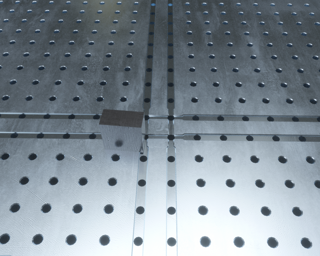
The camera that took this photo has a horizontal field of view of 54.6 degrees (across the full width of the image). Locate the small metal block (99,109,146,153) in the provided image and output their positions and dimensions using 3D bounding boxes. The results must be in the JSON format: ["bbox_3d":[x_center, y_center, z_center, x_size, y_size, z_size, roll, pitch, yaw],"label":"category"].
[{"bbox_3d":[-0.045,0.004,0.388,0.050,0.050,0.025,4,50,4],"label":"small metal block"}]
